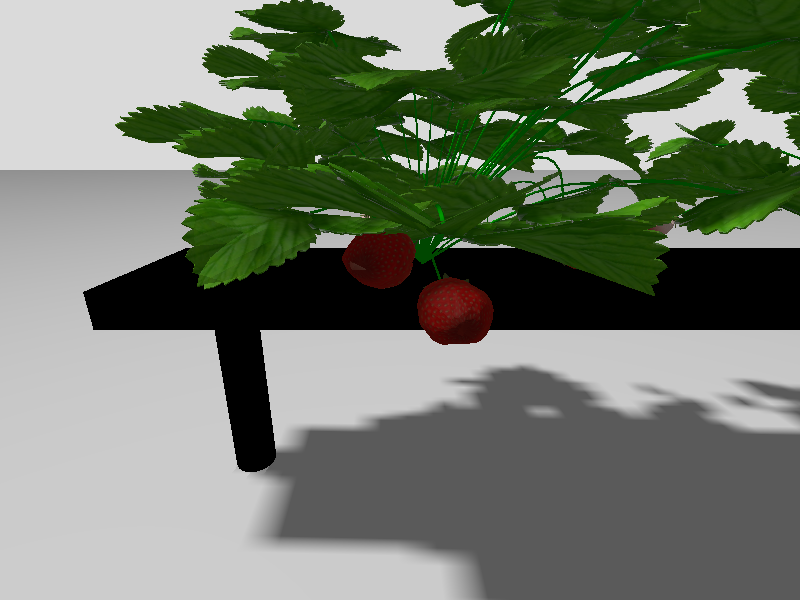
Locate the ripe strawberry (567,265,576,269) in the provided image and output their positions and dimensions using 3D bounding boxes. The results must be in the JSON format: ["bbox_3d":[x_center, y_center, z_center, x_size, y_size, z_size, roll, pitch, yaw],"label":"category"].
[{"bbox_3d":[0.154,-0.042,0.334,0.034,0.033,0.037,4,20,8],"label":"ripe strawberry"}]

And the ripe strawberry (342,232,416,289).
[{"bbox_3d":[-0.016,-0.028,0.277,0.051,0.045,0.046,9,22,23],"label":"ripe strawberry"}]

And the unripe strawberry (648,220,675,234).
[{"bbox_3d":[0.312,-0.094,0.488,0.034,0.033,0.032,-15,4,45],"label":"unripe strawberry"}]

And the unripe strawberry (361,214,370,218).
[{"bbox_3d":[-0.045,-0.105,0.531,0.018,0.021,0.020,-7,-35,-18],"label":"unripe strawberry"}]

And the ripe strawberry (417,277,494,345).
[{"bbox_3d":[0.028,0.007,0.196,0.038,0.033,0.038,-1,20,-2],"label":"ripe strawberry"}]
